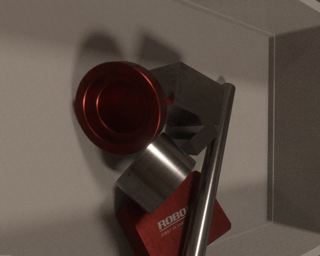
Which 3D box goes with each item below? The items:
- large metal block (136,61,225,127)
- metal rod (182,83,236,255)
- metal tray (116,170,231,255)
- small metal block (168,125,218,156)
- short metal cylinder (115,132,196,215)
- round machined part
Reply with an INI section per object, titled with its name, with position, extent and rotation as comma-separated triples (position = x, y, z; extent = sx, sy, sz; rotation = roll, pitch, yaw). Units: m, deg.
[large metal block]
position = 0.022, -0.037, 0.390
extent = 0.080, 0.080, 0.050
rotation = 20, 75, -39
[metal rod]
position = 0.070, 0.051, 0.417
extent = 0.025, 0.025, 0.300
rotation = 44, 48, -31
[metal tray]
position = 0.021, 0.118, 0.395
extent = 0.131, 0.030, 0.090
rotation = -17, 70, -39
[small metal block]
position = 0.043, 0.012, 0.429
extent = 0.050, 0.050, 0.025
rotation = -40, 115, -33
[short metal cylinder]
position = -0.005, 0.050, 0.351
extent = 0.050, 0.080, 0.080
rotation = 43, 59, 3
[round machined part]
position = -0.038, -0.023, 0.337
extent = 0.042, 0.098, 0.097
rotation = -33, 114, -65
